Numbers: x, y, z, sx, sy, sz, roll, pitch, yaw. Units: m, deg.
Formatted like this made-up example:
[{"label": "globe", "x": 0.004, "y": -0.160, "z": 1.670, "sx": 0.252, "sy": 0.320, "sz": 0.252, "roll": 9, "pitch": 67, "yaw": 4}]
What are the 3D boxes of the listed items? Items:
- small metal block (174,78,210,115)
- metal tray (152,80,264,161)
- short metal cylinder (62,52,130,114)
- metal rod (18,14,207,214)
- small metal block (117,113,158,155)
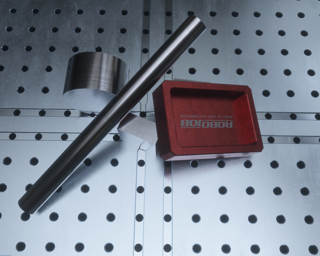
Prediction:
[{"label": "small metal block", "x": 0.041, "y": -0.038, "z": 0.426, "sx": 0.050, "sy": 0.025, "sz": 0.050, "roll": 6, "pitch": 70, "yaw": 2}, {"label": "metal tray", "x": 0.060, "y": -0.009, "z": 0.383, "sx": 0.131, "sy": 0.030, "sz": 0.090, "roll": 0, "pitch": 73, "yaw": -25}, {"label": "short metal cylinder", "x": -0.081, "y": -0.055, "z": 0.402, "sx": 0.081, "sy": 0.080, "sz": 0.050, "roll": 2, "pitch": 70, "yaw": 0}, {"label": "metal rod", "x": -0.059, "y": -0.013, "z": 0.366, "sx": 0.025, "sy": 0.025, "sz": 0.300, "roll": 44, "pitch": 94, "yaw": 14}, {"label": "small metal block", "x": -0.024, "y": 0.008, "z": 0.395, "sx": 0.050, "sy": 0.050, "sz": 0.025, "roll": 22, "pitch": 72, "yaw": 7}]
